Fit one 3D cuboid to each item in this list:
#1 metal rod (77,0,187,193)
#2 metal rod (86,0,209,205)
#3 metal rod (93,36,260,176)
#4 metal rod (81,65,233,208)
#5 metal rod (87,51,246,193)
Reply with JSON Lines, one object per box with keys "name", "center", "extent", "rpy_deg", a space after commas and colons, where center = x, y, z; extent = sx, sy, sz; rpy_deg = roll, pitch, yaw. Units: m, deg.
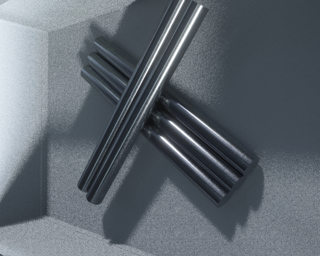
{"name": "metal rod", "center": [-0.043, -0.031, 0.408], "extent": [0.025, 0.025, 0.298], "rpy_deg": [45, 117, 31]}
{"name": "metal rod", "center": [-0.027, -0.016, 0.395], "extent": [0.025, 0.025, 0.298], "rpy_deg": [45, 117, 31]}
{"name": "metal rod", "center": [0.002, -0.045, 0.404], "extent": [0.300, 0.025, 0.025], "rpy_deg": [42, 116, 31]}
{"name": "metal rod", "center": [-0.022, -0.006, 0.423], "extent": [0.300, 0.025, 0.025], "rpy_deg": [42, 116, 32]}
{"name": "metal rod", "center": [-0.010, -0.025, 0.413], "extent": [0.300, 0.025, 0.025], "rpy_deg": [42, 116, 32]}
